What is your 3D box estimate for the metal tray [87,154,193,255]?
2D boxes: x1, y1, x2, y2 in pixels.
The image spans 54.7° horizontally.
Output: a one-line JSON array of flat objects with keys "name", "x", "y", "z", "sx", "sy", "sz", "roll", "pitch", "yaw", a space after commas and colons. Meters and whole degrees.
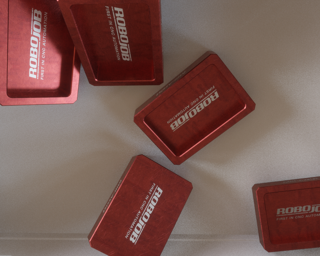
[{"name": "metal tray", "x": -0.024, "y": 0.112, "z": 0.414, "sx": 0.090, "sy": 0.030, "sz": 0.130, "roll": 32, "pitch": 73, "yaw": -11}]

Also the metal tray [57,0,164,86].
[{"name": "metal tray", "x": -0.043, "y": -0.096, "z": 0.330, "sx": 0.091, "sy": 0.030, "sz": 0.130, "roll": -1, "pitch": 151, "yaw": 2}]

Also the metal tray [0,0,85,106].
[{"name": "metal tray", "x": -0.136, "y": -0.092, "z": 0.347, "sx": 0.091, "sy": 0.030, "sz": 0.129, "roll": -6, "pitch": 116, "yaw": -39}]

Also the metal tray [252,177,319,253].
[{"name": "metal tray", "x": 0.203, "y": 0.118, "z": 0.434, "sx": 0.131, "sy": 0.030, "sz": 0.089, "roll": -8, "pitch": 88, "yaw": 5}]

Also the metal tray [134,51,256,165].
[{"name": "metal tray", "x": 0.043, "y": -0.024, "z": 0.399, "sx": 0.130, "sy": 0.030, "sz": 0.090, "roll": -38, "pitch": 106, "yaw": 13}]
